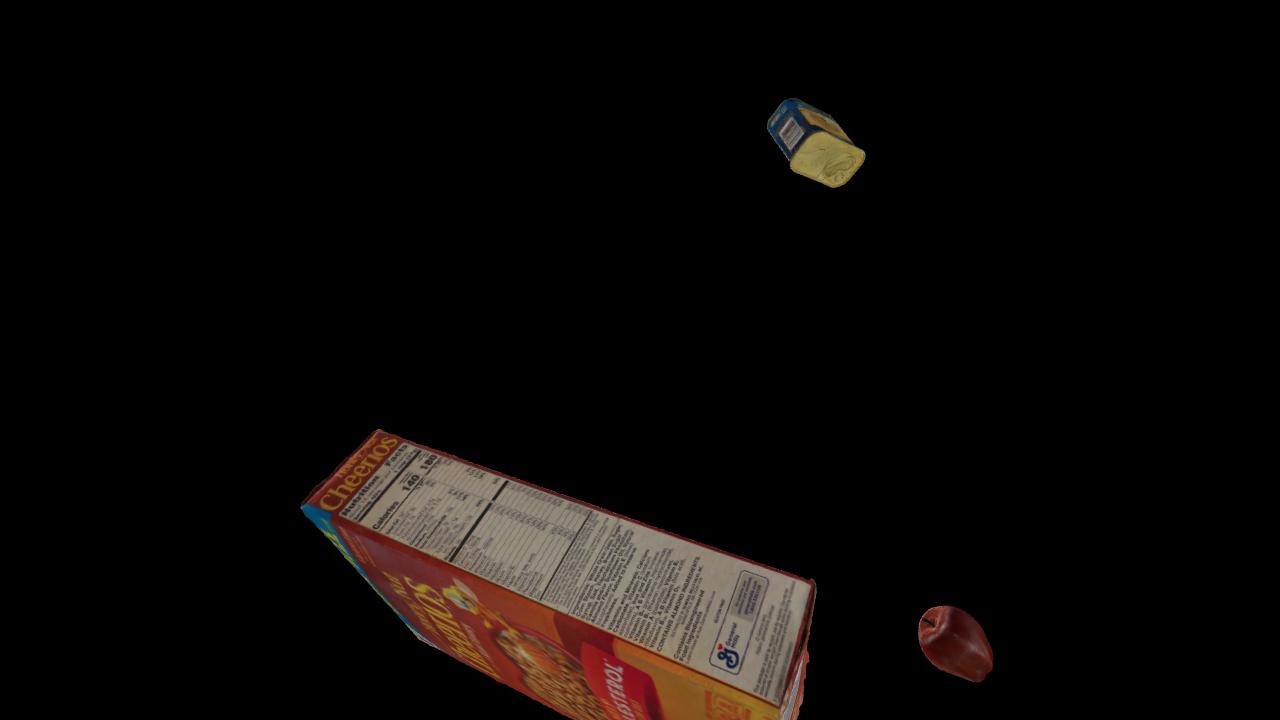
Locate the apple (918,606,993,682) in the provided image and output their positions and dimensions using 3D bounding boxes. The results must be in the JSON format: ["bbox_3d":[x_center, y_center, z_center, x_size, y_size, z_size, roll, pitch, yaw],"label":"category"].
[{"bbox_3d":[0.398,0.358,0.780,0.093,0.079,0.079,40,5,6],"label":"apple"}]

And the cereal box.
[{"bbox_3d":[-0.049,0.171,0.406,0.306,0.203,0.081,13,47,22],"label":"cereal box"}]

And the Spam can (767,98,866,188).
[{"bbox_3d":[0.218,-0.273,0.769,0.101,0.085,0.058,9,-44,-33],"label":"Spam can"}]
